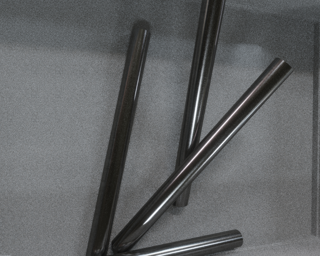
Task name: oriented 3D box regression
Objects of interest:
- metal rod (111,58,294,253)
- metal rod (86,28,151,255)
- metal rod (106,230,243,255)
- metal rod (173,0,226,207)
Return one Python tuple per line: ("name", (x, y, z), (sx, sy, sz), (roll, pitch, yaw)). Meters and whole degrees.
("metal rod", (0.045, 0.040, 0.374), (0.025, 0.025, 0.299), (38, 98, -17))
("metal rod", (-0.052, 0.022, 0.391), (0.025, 0.025, 0.298), (12, 86, -20))
("metal rod", (-0.020, 0.163, 0.384), (0.303, 0.025, 0.025), (0, 90, -28))
("metal rod", (0.044, -0.037, 0.370), (0.025, 0.025, 0.298), (-1, 113, -20))
